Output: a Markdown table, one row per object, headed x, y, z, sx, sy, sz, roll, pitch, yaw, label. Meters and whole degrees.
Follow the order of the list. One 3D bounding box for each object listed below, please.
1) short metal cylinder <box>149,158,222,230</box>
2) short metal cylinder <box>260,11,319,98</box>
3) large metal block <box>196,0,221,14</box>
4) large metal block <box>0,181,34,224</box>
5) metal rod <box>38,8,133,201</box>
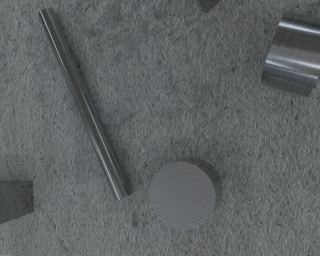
| x | y | z | sx | sy | sz | roll | pitch | yaw | label |
| --- | --- | --- | --- | --- | --- | --- | --- | --- | --- |
| 0.033 | 0.079 | 0.384 | 0.080 | 0.050 | 0.080 | 0 | 90 | 20 | short metal cylinder |
| 0.145 | -0.078 | 0.329 | 0.050 | 0.080 | 0.080 | 20 | 97 | 19 | short metal cylinder |
| 0.062 | -0.192 | 0.358 | 0.080 | 0.080 | 0.050 | -39 | 78 | 16 | large metal block |
| -0.254 | 0.112 | 0.469 | 0.080 | 0.080 | 0.050 | -3 | 89 | 20 | large metal block |
| -0.111 | -0.039 | 0.447 | 0.025 | 0.025 | 0.299 | -27 | 81 | 18 | metal rod |
